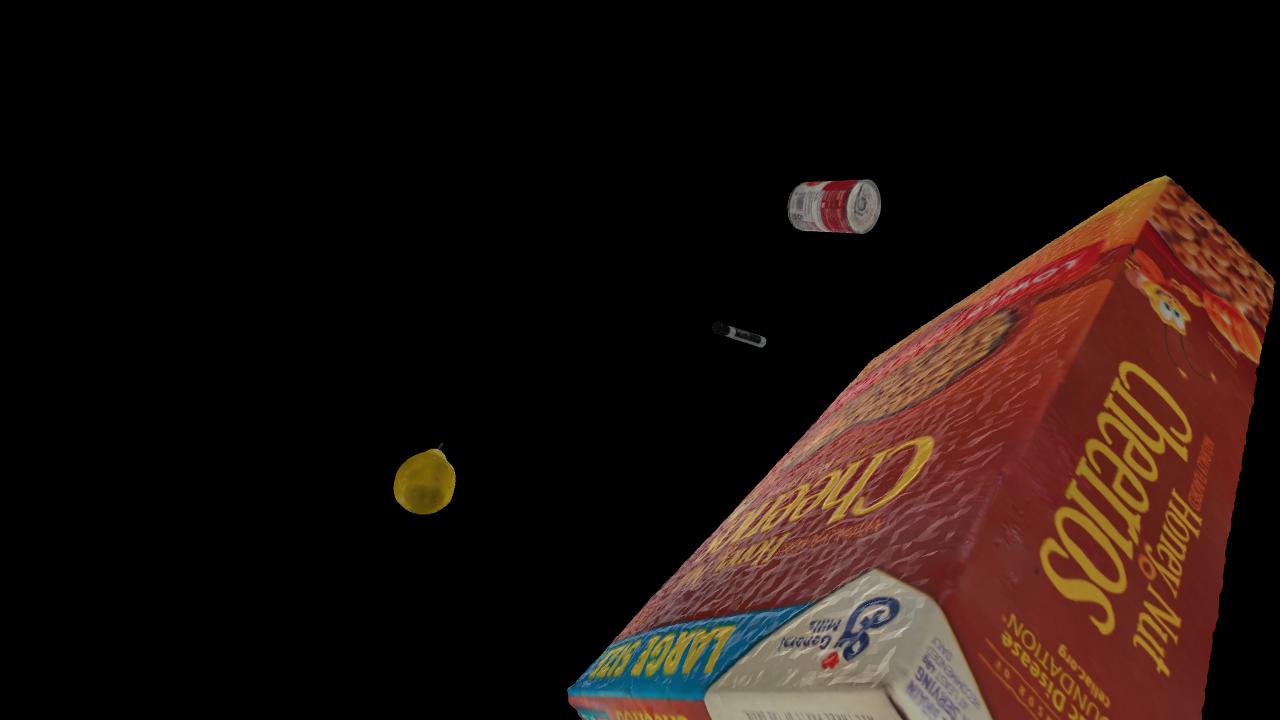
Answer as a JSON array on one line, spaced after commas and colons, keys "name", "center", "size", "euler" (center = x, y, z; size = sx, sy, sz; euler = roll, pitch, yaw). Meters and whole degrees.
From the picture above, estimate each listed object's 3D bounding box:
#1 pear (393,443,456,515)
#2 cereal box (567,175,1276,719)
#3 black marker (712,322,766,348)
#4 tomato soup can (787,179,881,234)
[{"name": "pear", "center": [-0.274, 0.147, 0.794], "size": [0.080, 0.080, 0.111], "euler": [0, 18, -11]}, {"name": "cereal box", "center": [0.124, 0.055, 0.271], "size": [0.306, 0.081, 0.203], "euler": [-35, -8, -34]}, {"name": "black marker", "center": [0.155, -0.039, 0.962], "size": [0.121, 0.020, 0.020], "euler": [13, -9, -42]}, {"name": "tomato soup can", "center": [0.254, -0.202, 0.813], "size": [0.068, 0.068, 0.101], "euler": [0, 11, -34]}]
